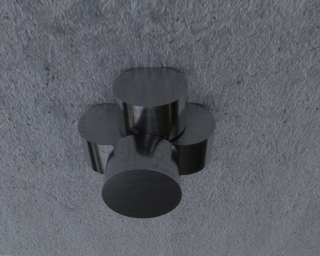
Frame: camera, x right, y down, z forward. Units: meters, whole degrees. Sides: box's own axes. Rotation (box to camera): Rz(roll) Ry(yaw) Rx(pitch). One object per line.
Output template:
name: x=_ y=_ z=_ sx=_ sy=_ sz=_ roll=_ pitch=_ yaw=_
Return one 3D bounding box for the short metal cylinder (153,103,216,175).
short metal cylinder: x=0.026 y=0.012 z=0.383 sx=0.081 sy=0.080 sz=0.050 roll=0 pitch=130 yaw=0

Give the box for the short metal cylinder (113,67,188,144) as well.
short metal cylinder: x=-0.010 y=-0.027 z=0.349 sx=0.081 sy=0.080 sz=0.050 roll=-1 pitch=130 yaw=0

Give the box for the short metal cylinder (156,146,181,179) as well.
short metal cylinder: x=-0.011 y=0.050 z=0.415 sx=0.081 sy=0.080 sz=0.050 roll=0 pitch=130 yaw=-1

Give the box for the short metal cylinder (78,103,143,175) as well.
short metal cylinder: x=-0.056 y=0.012 z=0.382 sx=0.081 sy=0.080 sz=0.050 roll=-1 pitch=130 yaw=0

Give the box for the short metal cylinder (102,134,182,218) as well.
short metal cylinder: x=-0.018 y=0.052 z=0.331 sx=0.081 sy=0.050 sz=0.079 roll=0 pitch=130 yaw=0
